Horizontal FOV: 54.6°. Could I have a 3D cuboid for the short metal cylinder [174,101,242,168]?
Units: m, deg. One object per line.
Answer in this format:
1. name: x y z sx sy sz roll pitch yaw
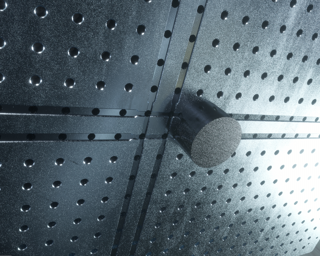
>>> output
1. short metal cylinder: 0.066 0.009 0.436 0.081 0.050 0.080 -14 124 -21
